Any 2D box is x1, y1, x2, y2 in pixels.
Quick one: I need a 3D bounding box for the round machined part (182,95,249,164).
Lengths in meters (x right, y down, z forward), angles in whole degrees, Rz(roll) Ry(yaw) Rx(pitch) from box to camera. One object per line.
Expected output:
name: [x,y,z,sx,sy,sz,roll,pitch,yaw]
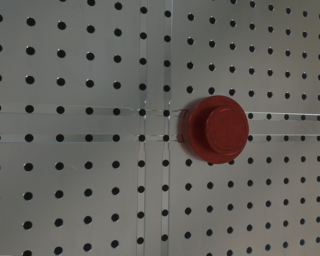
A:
round machined part: [0.085,0.003,0.436,0.099,0.042,0.097,0,90,-20]
